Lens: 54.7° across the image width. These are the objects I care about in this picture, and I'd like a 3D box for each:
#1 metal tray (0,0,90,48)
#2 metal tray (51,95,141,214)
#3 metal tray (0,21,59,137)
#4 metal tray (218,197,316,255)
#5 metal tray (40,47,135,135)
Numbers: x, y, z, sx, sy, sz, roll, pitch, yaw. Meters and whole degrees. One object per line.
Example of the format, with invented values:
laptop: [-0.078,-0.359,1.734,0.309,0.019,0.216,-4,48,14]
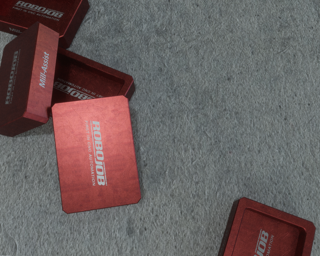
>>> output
metal tray: [-0.185,-0.180,0.469,0.131,0.030,0.090,17,71,6]
metal tray: [-0.076,0.030,0.376,0.091,0.030,0.129,-8,85,-5]
metal tray: [-0.175,-0.061,0.400,0.090,0.030,0.130,-16,65,36]
metal tray: [0.113,0.155,0.349,0.090,0.030,0.130,20,71,7]
metal tray: [-0.111,-0.050,0.422,0.130,0.030,0.090,23,71,8]
